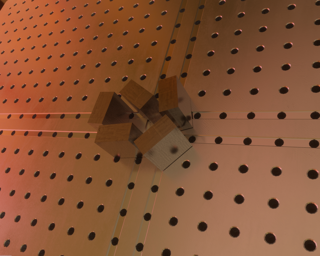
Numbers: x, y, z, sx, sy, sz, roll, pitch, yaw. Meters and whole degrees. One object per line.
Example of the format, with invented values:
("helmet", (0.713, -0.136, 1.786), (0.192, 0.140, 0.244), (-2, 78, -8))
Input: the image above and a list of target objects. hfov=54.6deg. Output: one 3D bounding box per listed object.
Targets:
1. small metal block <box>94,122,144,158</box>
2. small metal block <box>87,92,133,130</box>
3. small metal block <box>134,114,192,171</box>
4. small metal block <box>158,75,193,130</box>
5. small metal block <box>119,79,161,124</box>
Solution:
("small metal block", (-0.048, 0.018, 0.407), (0.050, 0.050, 0.025), (-5, 60, 26))
("small metal block", (-0.069, -0.017, 0.440), (0.025, 0.050, 0.050), (3, 64, 30))
("small metal block", (0.005, 0.019, 0.378), (0.050, 0.050, 0.025), (-41, 50, 1))
("small metal block", (0.020, -0.031, 0.401), (0.025, 0.050, 0.050), (-15, 55, 20))
("small metal block", (-0.021, -0.033, 0.425), (0.025, 0.050, 0.050), (-48, 52, -4))
